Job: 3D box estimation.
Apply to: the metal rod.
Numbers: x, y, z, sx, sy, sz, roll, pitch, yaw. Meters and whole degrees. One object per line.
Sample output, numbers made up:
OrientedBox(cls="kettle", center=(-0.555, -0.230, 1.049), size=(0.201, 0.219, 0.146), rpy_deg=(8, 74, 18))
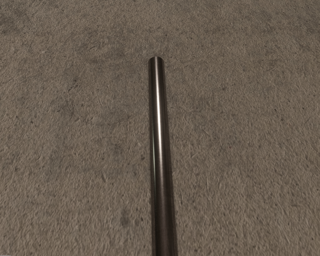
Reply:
OrientedBox(cls="metal rod", center=(-0.001, 0.012, 0.393), size=(0.025, 0.025, 0.300), rpy_deg=(-1, 50, -2))
